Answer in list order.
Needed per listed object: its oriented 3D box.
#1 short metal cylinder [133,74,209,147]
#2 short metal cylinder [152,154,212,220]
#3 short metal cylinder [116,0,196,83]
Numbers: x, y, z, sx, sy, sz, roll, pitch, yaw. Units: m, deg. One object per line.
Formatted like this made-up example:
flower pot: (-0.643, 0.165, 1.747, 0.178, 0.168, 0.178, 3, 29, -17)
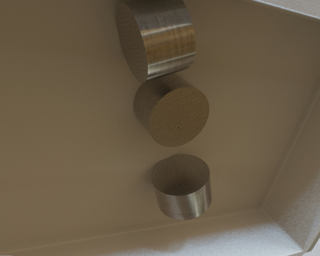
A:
short metal cylinder: (0.013, -0.023, 0.385, 0.081, 0.050, 0.079, -14, 124, -21)
short metal cylinder: (0.032, 0.083, 0.441, 0.081, 0.080, 0.050, -22, 127, -15)
short metal cylinder: (-0.006, -0.091, 0.313, 0.050, 0.080, 0.080, -21, 126, -16)
